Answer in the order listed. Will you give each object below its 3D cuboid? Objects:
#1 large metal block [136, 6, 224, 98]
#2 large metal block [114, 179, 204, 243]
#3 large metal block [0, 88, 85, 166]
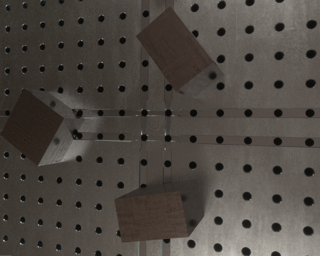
[{"bbox_3d":[0.028,-0.086,0.373,0.050,0.080,0.080,-37,78,16],"label":"large metal block"},{"bbox_3d":[0.002,0.099,0.382,0.080,0.080,0.050,-12,86,19],"label":"large metal block"},{"bbox_3d":[-0.173,-0.002,0.459,0.080,0.050,0.080,35,101,16],"label":"large metal block"}]
